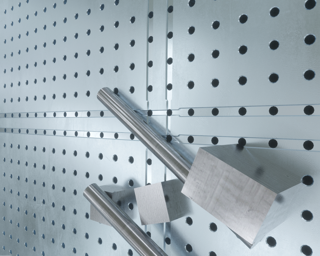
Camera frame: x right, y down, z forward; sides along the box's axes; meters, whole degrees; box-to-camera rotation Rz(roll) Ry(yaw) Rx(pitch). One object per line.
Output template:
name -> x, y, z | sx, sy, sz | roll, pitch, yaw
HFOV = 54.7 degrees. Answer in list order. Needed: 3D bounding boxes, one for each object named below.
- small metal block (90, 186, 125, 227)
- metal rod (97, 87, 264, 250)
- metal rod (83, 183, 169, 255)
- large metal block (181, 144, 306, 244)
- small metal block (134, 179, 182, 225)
small metal block -> -0.081, 0.119, 0.477 | 0.050, 0.025, 0.050 | 2, 91, 40
metal rod -> 0.008, 0.033, 0.402 | 0.300, 0.025, 0.025 | 42, 115, 32
metal rod -> 0.004, 0.171, 0.388 | 0.300, 0.025, 0.025 | 37, 113, 27
large metal block -> 0.083, 0.057, 0.305 | 0.080, 0.081, 0.050 | 32, 110, 35
small metal block -> -0.004, 0.099, 0.413 | 0.050, 0.025, 0.050 | -21, 77, 38
